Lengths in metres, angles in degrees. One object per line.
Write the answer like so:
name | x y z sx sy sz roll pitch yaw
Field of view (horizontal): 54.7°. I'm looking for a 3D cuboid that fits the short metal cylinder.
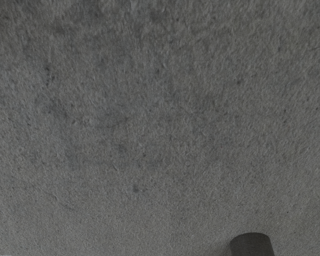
short metal cylinder | 0.181 0.248 0.605 0.081 0.050 0.079 0 130 0
